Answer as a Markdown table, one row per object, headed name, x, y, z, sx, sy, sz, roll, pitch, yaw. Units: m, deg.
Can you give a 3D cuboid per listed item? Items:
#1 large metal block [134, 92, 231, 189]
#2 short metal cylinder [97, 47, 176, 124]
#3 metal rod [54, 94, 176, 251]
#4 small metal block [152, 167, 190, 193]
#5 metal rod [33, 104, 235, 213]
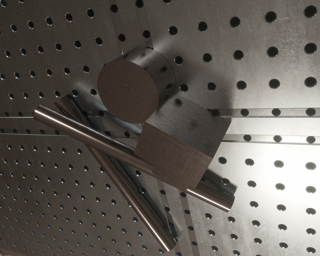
| name | x | y | z | sx | sy | sz | roll | pitch | yaw |
| --- | --- | --- | --- | --- | --- | --- | --- | --- | --- |
| large metal block | 0.028 | 0.011 | 0.367 | 0.080 | 0.080 | 0.050 | 29 | 128 | 9 |
| short metal cylinder | -0.028 | -0.052 | 0.376 | 0.080 | 0.050 | 0.079 | 13 | 124 | 20 |
| metal rod | -0.065 | 0.078 | 0.491 | 0.025 | 0.025 | 0.299 | -25 | 105 | 36 |
| small metal block | 0.025 | 0.050 | 0.412 | 0.050 | 0.050 | 0.025 | 31 | 128 | 8 |
| metal rod | -0.039 | 0.041 | 0.435 | 0.301 | 0.025 | 0.025 | 25 | 128 | 4 |
